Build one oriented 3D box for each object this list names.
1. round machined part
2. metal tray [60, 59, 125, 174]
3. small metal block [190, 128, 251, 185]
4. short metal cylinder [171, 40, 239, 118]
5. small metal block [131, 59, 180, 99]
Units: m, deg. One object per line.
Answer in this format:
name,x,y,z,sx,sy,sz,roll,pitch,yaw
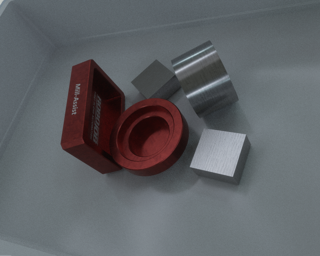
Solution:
round machined part,-0.010,0.015,0.386,0.098,0.042,0.098,-13,56,20
metal tray,-0.083,-0.015,0.413,0.030,0.090,0.130,-16,55,20
small metal block,0.068,0.031,0.348,0.050,0.025,0.050,9,66,33
short metal cylinder,0.054,-0.058,0.375,0.050,0.080,0.080,-26,53,12
small metal block,-0.006,-0.064,0.444,0.050,0.025,0.050,-42,50,-1
